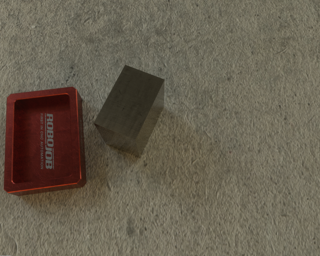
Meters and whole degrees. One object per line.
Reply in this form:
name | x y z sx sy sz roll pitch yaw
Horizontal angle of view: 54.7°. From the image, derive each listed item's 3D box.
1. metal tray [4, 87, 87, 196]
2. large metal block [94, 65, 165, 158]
metal tray | -0.146 0.015 0.398 0.091 0.030 0.130 -7 70 -3
large metal block | -0.033 -0.017 0.385 0.050 0.080 0.080 22 72 8
